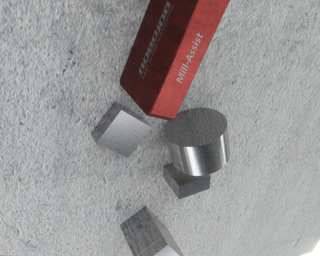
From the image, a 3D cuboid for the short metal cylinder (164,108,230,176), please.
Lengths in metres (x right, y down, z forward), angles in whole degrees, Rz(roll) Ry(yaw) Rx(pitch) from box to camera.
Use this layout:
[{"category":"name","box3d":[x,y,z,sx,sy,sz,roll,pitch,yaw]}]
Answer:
[{"category":"short metal cylinder","box3d":[0.050,0.016,0.409,0.080,0.080,0.050,-25,128,-13]}]

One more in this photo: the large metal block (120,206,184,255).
[{"category":"large metal block","box3d":[-0.009,0.181,0.479,0.050,0.080,0.080,-37,129,-4]}]

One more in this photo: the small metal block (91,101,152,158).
[{"category":"small metal block","box3d":[-0.048,0.003,0.383,0.050,0.025,0.050,31,101,-38]}]

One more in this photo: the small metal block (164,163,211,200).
[{"category":"small metal block","box3d":[0.039,0.072,0.457,0.050,0.050,0.025,-15,125,-20]}]

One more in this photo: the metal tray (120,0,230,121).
[{"category":"metal tray","box3d":[0.007,-0.084,0.316,0.030,0.090,0.129,12,113,-33]}]
